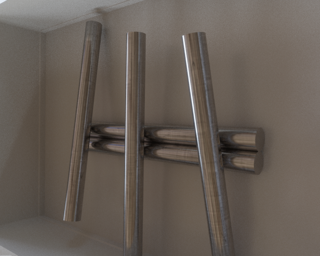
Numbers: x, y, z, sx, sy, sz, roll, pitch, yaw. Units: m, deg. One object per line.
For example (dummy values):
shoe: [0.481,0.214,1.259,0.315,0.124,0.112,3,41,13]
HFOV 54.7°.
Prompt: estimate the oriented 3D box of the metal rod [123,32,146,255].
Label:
metal rod: [-0.033,0.029,0.398,0.025,0.025,0.298,2,91,39]

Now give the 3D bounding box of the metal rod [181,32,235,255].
metal rod: [0.056,0.052,0.328,0.025,0.025,0.298,-5,95,39]

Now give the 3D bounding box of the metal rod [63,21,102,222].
metal rod: [-0.115,-0.015,0.466,0.025,0.025,0.298,-1,81,39]

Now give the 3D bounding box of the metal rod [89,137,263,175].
metal rod: [-0.014,0.031,0.415,0.300,0.025,0.025,3,92,39]

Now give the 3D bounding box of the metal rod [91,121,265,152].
metal rod: [-0.013,0.006,0.414,0.300,0.025,0.025,3,92,39]
